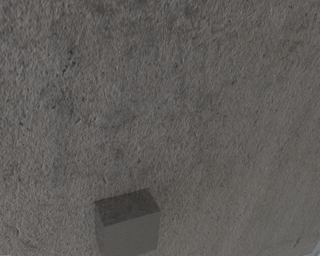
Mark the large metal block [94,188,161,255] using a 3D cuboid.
[{"bbox_3d":[-0.049,0.144,0.453,0.081,0.050,0.079,-10,123,-24],"label":"large metal block"}]
